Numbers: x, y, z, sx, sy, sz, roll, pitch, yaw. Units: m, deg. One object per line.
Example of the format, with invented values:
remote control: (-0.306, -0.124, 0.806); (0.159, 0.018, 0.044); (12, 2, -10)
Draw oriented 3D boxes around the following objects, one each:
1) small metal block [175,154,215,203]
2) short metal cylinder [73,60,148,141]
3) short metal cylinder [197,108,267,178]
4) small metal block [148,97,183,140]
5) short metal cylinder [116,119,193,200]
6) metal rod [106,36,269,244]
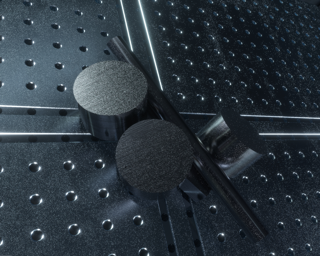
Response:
small metal block: (0.045, 0.057, 0.393); (0.050, 0.025, 0.050); (42, 51, 1)
short metal cylinder: (-0.055, -0.032, 0.360); (0.081, 0.050, 0.080); (2, 56, -2)
short metal cylinder: (0.094, 0.019, 0.410); (0.080, 0.050, 0.080); (32, 29, -20)
small metal block: (-0.005, -0.011, 0.408); (0.050, 0.025, 0.050); (40, 51, -1)
short metal cylinder: (-0.007, 0.036, 0.344); (0.081, 0.050, 0.080); (1, 68, -3)
metal rod: (0.027, 0.006, 0.382); (0.025, 0.025, 0.299); (-29, 77, -37)
